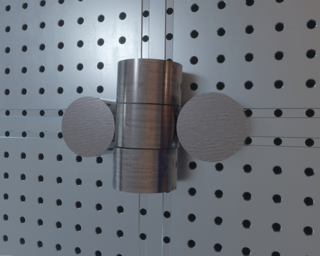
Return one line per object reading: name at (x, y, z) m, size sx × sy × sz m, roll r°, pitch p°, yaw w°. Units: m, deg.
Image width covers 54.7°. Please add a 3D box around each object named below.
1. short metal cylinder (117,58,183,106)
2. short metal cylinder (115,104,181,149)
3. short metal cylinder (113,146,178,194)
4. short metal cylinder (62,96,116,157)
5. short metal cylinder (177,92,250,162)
short metal cylinder at (-0.013, -0.054, 0.386) m, size 0.080 × 0.080 × 0.050 m, roll 3°, pitch 91°, yaw 19°
short metal cylinder at (-0.015, -0.002, 0.387) m, size 0.080 × 0.080 × 0.050 m, roll 2°, pitch 91°, yaw 19°
short metal cylinder at (-0.018, 0.048, 0.388) m, size 0.080 × 0.080 × 0.050 m, roll 1°, pitch 91°, yaw 19°
short metal cylinder at (-0.086, -0.002, 0.428) m, size 0.080 × 0.050 × 0.079 m, roll 0°, pitch 90°, yaw 19°
short metal cylinder at (0.066, -0.001, 0.375) m, size 0.080 × 0.050 × 0.079 m, roll 0°, pitch 90°, yaw 19°
